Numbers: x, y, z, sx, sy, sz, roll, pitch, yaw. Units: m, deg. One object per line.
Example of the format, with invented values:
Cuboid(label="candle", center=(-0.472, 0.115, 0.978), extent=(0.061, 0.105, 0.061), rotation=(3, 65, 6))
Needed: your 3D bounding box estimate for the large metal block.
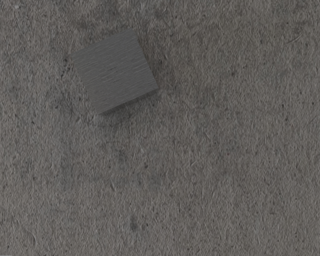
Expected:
Cuboid(label="large metal block", center=(-0.055, -0.069, 0.397), extent=(0.080, 0.050, 0.080), rotation=(-24, 90, 0))
